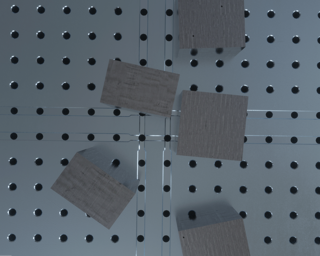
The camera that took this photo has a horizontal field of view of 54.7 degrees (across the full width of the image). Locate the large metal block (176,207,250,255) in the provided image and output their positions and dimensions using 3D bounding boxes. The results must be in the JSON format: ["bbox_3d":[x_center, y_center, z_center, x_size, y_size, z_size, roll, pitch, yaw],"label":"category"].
[{"bbox_3d":[0.069,0.157,0.402,0.080,0.050,0.080,-11,90,-1],"label":"large metal block"}]

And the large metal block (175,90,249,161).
[{"bbox_3d":[0.064,-0.003,0.402,0.081,0.050,0.079,6,90,-1],"label":"large metal block"}]

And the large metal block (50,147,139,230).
[{"bbox_3d":[-0.075,0.070,0.385,0.080,0.080,0.050,36,90,-1],"label":"large metal block"}]

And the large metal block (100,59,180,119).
[{"bbox_3d":[-0.023,-0.045,0.386,0.080,0.080,0.050,12,90,-1],"label":"large metal block"}]

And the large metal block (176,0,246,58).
[{"bbox_3d":[0.063,-0.137,0.402,0.081,0.050,0.079,-2,90,-1],"label":"large metal block"}]
